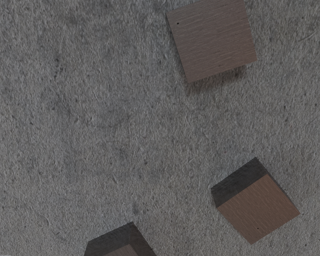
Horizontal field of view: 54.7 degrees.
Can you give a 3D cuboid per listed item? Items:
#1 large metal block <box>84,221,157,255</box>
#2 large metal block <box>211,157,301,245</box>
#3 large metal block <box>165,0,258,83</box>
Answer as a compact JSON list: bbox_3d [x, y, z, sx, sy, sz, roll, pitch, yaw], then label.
[{"bbox_3d":[-0.058,0.202,0.470,0.080,0.050,0.080,-27,108,9],"label":"large metal block"},{"bbox_3d":[0.131,0.102,0.435,0.080,0.050,0.080,-39,106,13],"label":"large metal block"},{"bbox_3d":[0.057,-0.107,0.358,0.080,0.050,0.080,-18,109,6],"label":"large metal block"}]
